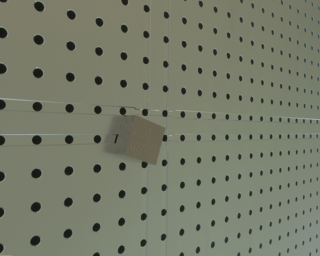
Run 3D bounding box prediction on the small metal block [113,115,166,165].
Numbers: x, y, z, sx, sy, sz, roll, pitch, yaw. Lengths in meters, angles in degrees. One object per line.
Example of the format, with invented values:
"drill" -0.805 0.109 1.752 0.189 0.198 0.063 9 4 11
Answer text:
"small metal block" -0.025 0.016 0.390 0.050 0.025 0.050 23 75 -38
